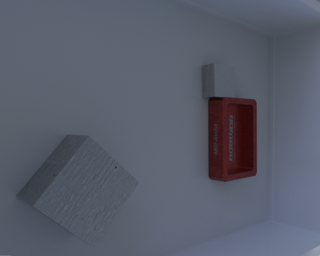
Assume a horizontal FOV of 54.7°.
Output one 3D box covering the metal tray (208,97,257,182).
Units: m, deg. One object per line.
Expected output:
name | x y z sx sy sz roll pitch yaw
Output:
metal tray | 0.120 0.017 0.507 0.091 0.030 0.129 -1 91 -40

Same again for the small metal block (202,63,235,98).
small metal block | 0.092 -0.072 0.486 0.050 0.025 0.050 -2 91 -40

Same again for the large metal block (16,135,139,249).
large metal block | -0.083 0.063 0.323 0.080 0.050 0.080 49 61 -29
